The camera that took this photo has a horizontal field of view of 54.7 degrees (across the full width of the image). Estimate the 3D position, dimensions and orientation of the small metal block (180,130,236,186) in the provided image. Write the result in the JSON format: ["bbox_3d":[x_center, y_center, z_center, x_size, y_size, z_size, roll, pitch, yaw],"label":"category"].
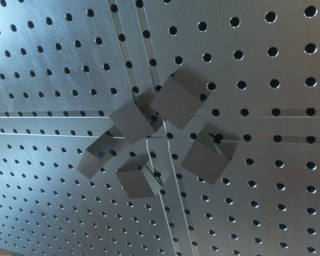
[{"bbox_3d":[0.061,0.039,0.402,0.050,0.025,0.050,30,128,8],"label":"small metal block"}]

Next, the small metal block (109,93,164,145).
[{"bbox_3d":[-0.032,-0.011,0.420,0.050,0.025,0.050,-27,104,37],"label":"small metal block"}]

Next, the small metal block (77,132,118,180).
[{"bbox_3d":[-0.094,0.042,0.469,0.025,0.050,0.050,36,129,4],"label":"small metal block"}]

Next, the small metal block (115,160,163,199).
[{"bbox_3d":[-0.032,0.080,0.476,0.050,0.025,0.050,-13,112,33],"label":"small metal block"}]

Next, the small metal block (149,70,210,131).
[{"bbox_3d":[0.023,-0.033,0.377,0.050,0.025,0.050,38,129,2],"label":"small metal block"}]
